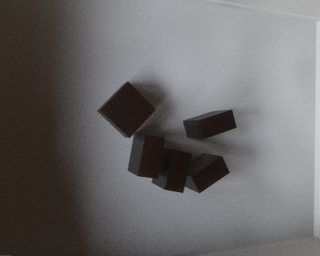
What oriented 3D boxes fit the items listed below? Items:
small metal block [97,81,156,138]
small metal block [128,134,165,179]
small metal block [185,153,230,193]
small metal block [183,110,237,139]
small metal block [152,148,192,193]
[{"bbox_3d":[-0.043,-0.023,0.395,0.050,0.025,0.050,45,76,-15],"label":"small metal block"},{"bbox_3d":[-0.018,0.034,0.390,0.025,0.050,0.050,11,86,-20],"label":"small metal block"},{"bbox_3d":[0.056,0.059,0.418,0.050,0.050,0.025,-30,100,-17],"label":"small metal block"},{"bbox_3d":[0.067,-0.005,0.422,0.050,0.050,0.025,-18,96,-19],"label":"small metal block"},{"bbox_3d":[0.014,0.053,0.402,0.025,0.050,0.050,15,85,-20],"label":"small metal block"}]
